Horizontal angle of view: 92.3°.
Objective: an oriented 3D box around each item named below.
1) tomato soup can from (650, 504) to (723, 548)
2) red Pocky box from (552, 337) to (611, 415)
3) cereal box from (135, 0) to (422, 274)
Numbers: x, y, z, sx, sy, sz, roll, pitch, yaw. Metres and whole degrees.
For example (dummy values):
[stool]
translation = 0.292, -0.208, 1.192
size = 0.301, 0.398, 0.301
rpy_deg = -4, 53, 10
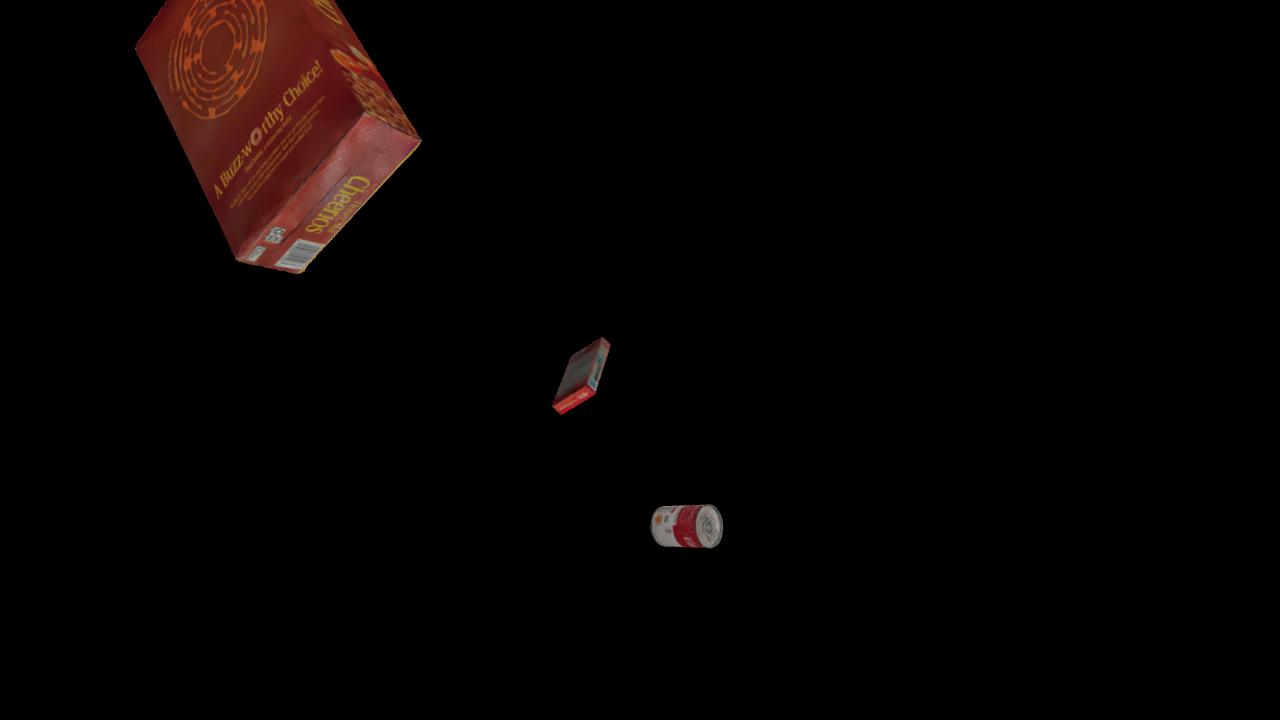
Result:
[tomato soup can]
translation = 0.074, 0.268, 0.993
size = 0.101, 0.068, 0.068
rpy_deg = -14, -10, 43
[red Pocky box]
translation = -0.102, 0.026, 1.082
size = 0.083, 0.028, 0.155
rpy_deg = -30, 25, 26
[cereal box]
translation = -0.369, -0.269, 0.614
size = 0.203, 0.306, 0.081
rpy_deg = -39, -16, 17
